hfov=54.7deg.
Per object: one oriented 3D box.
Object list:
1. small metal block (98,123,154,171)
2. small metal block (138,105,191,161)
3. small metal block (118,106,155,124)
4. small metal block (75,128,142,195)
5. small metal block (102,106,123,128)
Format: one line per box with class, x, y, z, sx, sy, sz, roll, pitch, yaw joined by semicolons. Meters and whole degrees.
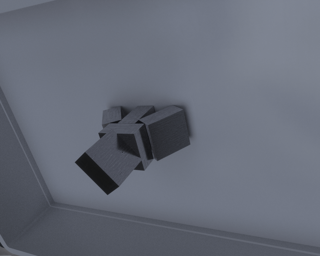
small metal block;-0.040;0.022;0.376;0.050;0.025;0.050;1;119;28
small metal block;0.006;0.006;0.388;0.025;0.050;0.050;29;138;55
small metal block;-0.025;0.004;0.406;0.025;0.050;0.050;1;119;28
small metal block;-0.056;0.037;0.344;0.050;0.050;0.025;46;129;-4
small metal block;-0.059;0.004;0.420;0.025;0.050;0.050;-15;115;-2
